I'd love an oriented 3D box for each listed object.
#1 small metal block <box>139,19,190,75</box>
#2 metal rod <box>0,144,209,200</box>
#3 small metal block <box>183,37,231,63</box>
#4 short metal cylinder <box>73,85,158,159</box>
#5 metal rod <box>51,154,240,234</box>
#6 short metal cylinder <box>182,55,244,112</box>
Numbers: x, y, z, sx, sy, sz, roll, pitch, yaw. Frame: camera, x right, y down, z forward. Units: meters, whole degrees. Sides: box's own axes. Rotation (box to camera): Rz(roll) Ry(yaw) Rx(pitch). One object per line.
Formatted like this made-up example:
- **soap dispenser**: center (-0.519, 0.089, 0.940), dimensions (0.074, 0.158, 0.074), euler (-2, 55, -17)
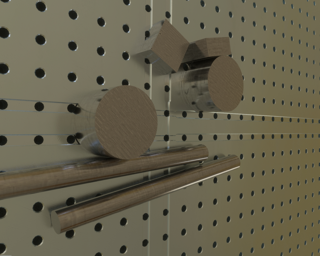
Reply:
- **small metal block**: center (0.007, -0.107, 0.415), dimensions (0.050, 0.025, 0.050), euler (36, 68, -34)
- **metal rod**: center (-0.053, 0.046, 0.364), dimensions (0.302, 0.025, 0.025), euler (-5, 93, -40)
- **small metal block**: center (0.066, -0.113, 0.448), dimensions (0.050, 0.050, 0.025), euler (-16, 100, -39)
- **short metal cylinder**: center (-0.050, -0.006, 0.351), dimensions (0.081, 0.050, 0.079), euler (0, 90, -40)
- **metal rod**: center (0.007, 0.077, 0.415), dimensions (0.302, 0.025, 0.025), euler (-10, 97, -40)
- **short metal cylinder**: center (0.079, -0.063, 0.458), dimensions (0.081, 0.050, 0.079), euler (-1, 91, -40)
